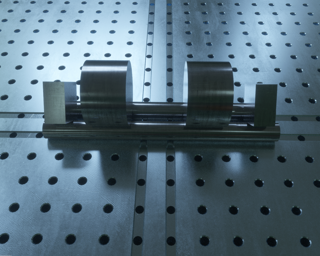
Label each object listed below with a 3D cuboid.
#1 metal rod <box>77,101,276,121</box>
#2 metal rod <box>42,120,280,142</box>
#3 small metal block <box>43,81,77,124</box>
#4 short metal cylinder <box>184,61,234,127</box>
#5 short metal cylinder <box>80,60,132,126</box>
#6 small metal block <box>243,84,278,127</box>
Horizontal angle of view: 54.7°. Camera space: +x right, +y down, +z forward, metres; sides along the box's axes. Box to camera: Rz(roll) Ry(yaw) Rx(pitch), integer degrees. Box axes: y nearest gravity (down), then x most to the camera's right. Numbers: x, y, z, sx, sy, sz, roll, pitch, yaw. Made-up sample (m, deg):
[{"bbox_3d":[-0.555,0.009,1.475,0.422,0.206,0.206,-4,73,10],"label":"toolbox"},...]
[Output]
[{"bbox_3d":[0.005,-0.023,0.427,0.302,0.025,0.025,1,50,0],"label":"metal rod"},{"bbox_3d":[0.002,0.003,0.405,0.302,0.025,0.025,1,50,0],"label":"metal rod"},{"bbox_3d":[-0.124,-0.033,0.389,0.025,0.050,0.050,0,8,1],"label":"small metal block"},{"bbox_3d":[0.056,-0.041,0.378,0.050,0.080,0.080,1,50,0],"label":"short metal cylinder"},{"bbox_3d":[-0.062,-0.042,0.379,0.050,0.080,0.080,1,50,0],"label":"short metal cylinder"},{"bbox_3d":[0.124,-0.030,0.388,0.025,0.050,0.050,0,9,1],"label":"small metal block"}]
